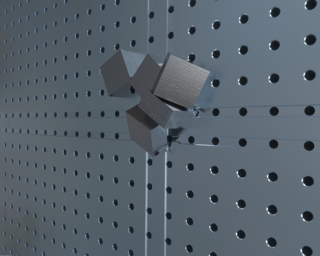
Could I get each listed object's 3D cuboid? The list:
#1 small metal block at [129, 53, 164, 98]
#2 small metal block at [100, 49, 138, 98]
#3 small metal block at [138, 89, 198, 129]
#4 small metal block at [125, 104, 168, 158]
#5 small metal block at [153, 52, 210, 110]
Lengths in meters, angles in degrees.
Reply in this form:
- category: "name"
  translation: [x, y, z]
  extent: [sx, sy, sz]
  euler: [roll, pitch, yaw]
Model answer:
- category: "small metal block"
  translation: [-0.008, -0.063, 0.417]
  extent: [0.050, 0.025, 0.050]
  euler: [52, 120, 27]
- category: "small metal block"
  translation: [-0.058, -0.080, 0.459]
  extent: [0.050, 0.025, 0.050]
  euler: [-31, 71, 36]
- category: "small metal block"
  translation: [0.010, -0.024, 0.386]
  extent: [0.050, 0.050, 0.025]
  euler: [41, 116, 32]
- category: "small metal block"
  translation: [-0.017, 0.003, 0.409]
  extent: [0.050, 0.025, 0.050]
  euler: [36, 147, 34]
- category: "small metal block"
  translation: [0.024, -0.056, 0.370]
  extent: [0.025, 0.050, 0.050]
  euler: [-105, 38, -69]
